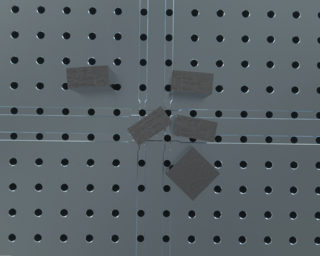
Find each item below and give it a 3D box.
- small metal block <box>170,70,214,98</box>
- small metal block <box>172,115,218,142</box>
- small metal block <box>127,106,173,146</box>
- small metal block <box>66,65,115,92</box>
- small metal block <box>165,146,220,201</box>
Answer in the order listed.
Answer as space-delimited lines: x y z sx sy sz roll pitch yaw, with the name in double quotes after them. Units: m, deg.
0.039 -0.056 0.401 0.050 0.050 0.025 5 90 -1 "small metal block"
0.043 0.001 0.402 0.050 0.050 0.025 11 90 -1 "small metal block"
-0.012 -0.003 0.401 0.050 0.050 0.025 -35 90 0 "small metal block"
-0.088 -0.062 0.400 0.050 0.050 0.025 -4 90 -1 "small metal block"
0.043 0.059 0.414 0.050 0.025 0.050 45 90 -1 "small metal block"
